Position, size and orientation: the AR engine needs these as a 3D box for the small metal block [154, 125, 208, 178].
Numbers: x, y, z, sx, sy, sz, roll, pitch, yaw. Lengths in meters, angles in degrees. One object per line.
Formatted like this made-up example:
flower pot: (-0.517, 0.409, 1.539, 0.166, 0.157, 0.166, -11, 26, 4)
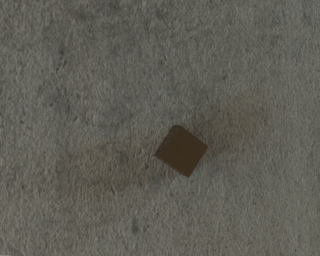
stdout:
small metal block: (0.028, 0.031, 0.419, 0.050, 0.025, 0.050, 37, 78, -16)
